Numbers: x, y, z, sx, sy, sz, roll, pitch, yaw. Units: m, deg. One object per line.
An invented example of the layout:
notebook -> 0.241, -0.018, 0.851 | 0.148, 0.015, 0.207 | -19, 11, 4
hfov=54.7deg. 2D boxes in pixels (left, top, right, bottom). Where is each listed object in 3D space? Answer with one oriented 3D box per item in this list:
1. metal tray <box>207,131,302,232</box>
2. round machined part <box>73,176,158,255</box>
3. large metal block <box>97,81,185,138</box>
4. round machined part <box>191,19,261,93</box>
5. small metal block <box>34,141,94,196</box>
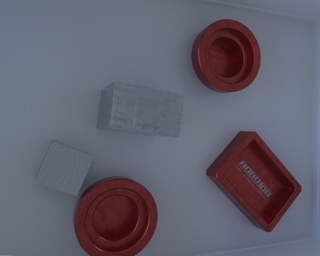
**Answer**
metal tray -> 0.142, 0.079, 0.462 | 0.090, 0.030, 0.130 | -47, 105, -14
round machined part -> -0.056, 0.108, 0.382 | 0.099, 0.042, 0.097 | 0, 90, -21
large metal block -> -0.027, -0.019, 0.372 | 0.081, 0.080, 0.050 | 8, 88, -20
round machined part -> 0.088, -0.098, 0.435 | 0.099, 0.042, 0.097 | 0, 90, -21
small metal block -> -0.114, 0.047, 0.369 | 0.050, 0.025, 0.050 | 24, 82, -19
